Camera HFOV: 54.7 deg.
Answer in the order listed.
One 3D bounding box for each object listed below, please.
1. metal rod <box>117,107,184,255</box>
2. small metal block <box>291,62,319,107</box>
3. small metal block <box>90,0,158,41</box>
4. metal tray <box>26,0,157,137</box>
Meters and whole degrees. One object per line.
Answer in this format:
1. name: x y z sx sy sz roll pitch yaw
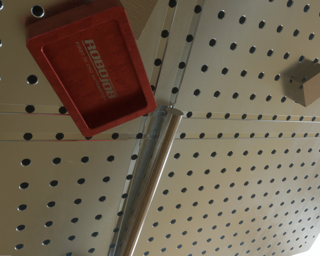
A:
1. metal rod: -0.024 0.108 0.466 0.025 0.025 0.298 4 116 -31
2. small metal block: 0.245 -0.071 0.505 0.050 0.025 0.050 -34 129 -6
3. small metal block: -0.036 -0.125 0.315 0.050 0.025 0.050 18 109 -36
4. metal tray: -0.063 -0.056 0.319 0.090 0.030 0.129 -23 136 -4
